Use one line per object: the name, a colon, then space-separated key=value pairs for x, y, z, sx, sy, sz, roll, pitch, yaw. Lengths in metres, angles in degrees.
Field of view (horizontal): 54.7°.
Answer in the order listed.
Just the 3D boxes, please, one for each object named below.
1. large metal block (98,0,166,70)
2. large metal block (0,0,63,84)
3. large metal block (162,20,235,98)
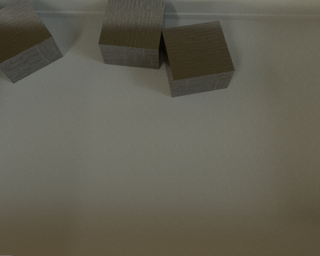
large metal block: x=-0.037 y=-0.136 z=0.445 sx=0.080 sy=0.050 sz=0.080 roll=6 pitch=70 yaw=2
large metal block: x=-0.200 y=-0.124 z=0.440 sx=0.080 sy=0.050 sz=0.080 roll=-33 pitch=73 yaw=-11
large metal block: x=0.049 y=-0.095 z=0.431 sx=0.081 sy=0.050 sz=0.080 roll=-10 pitch=71 yaw=-4
